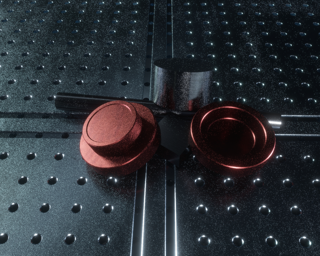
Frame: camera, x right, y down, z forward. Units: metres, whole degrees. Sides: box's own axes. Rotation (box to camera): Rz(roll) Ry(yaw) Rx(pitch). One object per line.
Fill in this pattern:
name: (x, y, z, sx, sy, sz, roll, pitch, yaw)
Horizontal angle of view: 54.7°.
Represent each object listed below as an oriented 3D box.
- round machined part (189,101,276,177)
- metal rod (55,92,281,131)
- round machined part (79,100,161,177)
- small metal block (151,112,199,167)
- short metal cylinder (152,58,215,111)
round machined part: (0.084, 0.017, 0.375, 0.099, 0.042, 0.098, 2, 52, -2)
metal rod: (0.008, -0.023, 0.422, 0.302, 0.025, 0.025, 6, 50, 4)
round machined part: (-0.052, 0.005, 0.370, 0.098, 0.042, 0.098, -11, 49, 14)
small metal block: (0.018, 0.013, 0.391, 0.050, 0.025, 0.050, 29, 56, 22)
short metal cylinder: (0.031, -0.061, 0.419, 0.081, 0.050, 0.080, 3, 25, -1)
